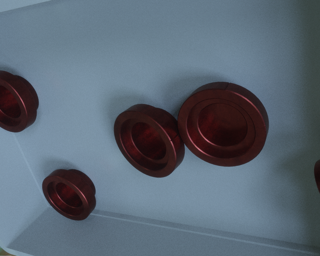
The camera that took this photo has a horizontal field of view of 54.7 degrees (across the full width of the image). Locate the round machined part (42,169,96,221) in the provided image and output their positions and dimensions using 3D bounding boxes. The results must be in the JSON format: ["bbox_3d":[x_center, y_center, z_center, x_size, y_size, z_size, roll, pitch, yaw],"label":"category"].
[{"bbox_3d":[-0.154,0.112,0.545,0.098,0.042,0.097,13,124,20],"label":"round machined part"}]

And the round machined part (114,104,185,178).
[{"bbox_3d":[-0.009,0.012,0.401,0.098,0.042,0.097,22,131,28],"label":"round machined part"}]

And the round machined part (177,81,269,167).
[{"bbox_3d":[0.073,-0.008,0.354,0.098,0.042,0.097,13,124,20],"label":"round machined part"}]

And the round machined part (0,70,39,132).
[{"bbox_3d":[-0.234,-0.045,0.490,0.098,0.042,0.097,13,124,20],"label":"round machined part"}]

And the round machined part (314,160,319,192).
[{"bbox_3d":[0.199,0.064,0.296,0.098,0.098,0.042,44,129,-3],"label":"round machined part"}]
